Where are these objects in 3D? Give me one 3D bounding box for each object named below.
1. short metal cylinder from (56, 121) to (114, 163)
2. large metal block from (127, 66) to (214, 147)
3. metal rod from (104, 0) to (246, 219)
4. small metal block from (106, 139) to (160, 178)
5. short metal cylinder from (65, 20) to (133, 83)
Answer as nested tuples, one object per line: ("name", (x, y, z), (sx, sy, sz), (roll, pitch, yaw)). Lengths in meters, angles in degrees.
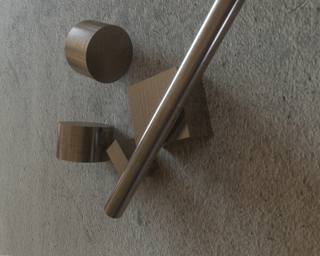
("short metal cylinder", (-0.111, 0.019, 0.461), (0.080, 0.081, 0.050), (9, 96, 39))
("large metal block", (0.011, -0.021, 0.380), (0.080, 0.050, 0.080), (-16, 80, 39))
("metal rod", (0.009, -0.017, 0.332), (0.025, 0.025, 0.298), (43, 116, 31))
("small metal block", (-0.036, 0.042, 0.419), (0.025, 0.050, 0.050), (-48, 62, 29))
("short metal cylinder", (-0.085, -0.108, 0.440), (0.050, 0.081, 0.079), (26, 106, 37))
